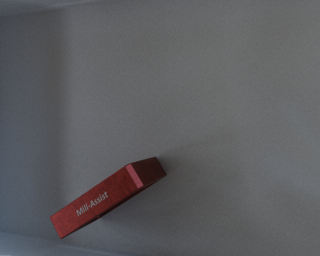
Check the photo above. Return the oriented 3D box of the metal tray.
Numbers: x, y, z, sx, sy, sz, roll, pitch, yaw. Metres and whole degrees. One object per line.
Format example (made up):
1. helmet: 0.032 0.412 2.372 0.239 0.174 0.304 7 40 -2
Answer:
1. metal tray: -0.063 0.087 0.397 0.130 0.090 0.030 -35 79 16
